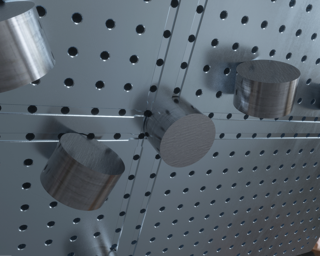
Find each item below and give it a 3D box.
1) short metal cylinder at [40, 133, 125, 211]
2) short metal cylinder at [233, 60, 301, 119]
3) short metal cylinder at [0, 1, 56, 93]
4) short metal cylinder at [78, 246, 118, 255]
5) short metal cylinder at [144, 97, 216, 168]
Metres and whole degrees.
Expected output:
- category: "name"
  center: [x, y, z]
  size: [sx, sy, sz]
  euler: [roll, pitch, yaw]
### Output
- category: "short metal cylinder"
  center: [-0.088, 0.049, 0.358]
  size: [0.080, 0.080, 0.050]
  euler: [22, 106, -37]
- category: "short metal cylinder"
  center: [0.142, -0.055, 0.419]
  size: [0.081, 0.080, 0.050]
  euler: [-16, 125, -20]
- category: "short metal cylinder"
  center: [-0.136, -0.069, 0.259]
  size: [0.081, 0.080, 0.050]
  euler: [-21, 127, -16]
- category: "short metal cylinder"
  center: [-0.098, 0.234, 0.486]
  size: [0.081, 0.050, 0.079]
  euler: [-14, 124, -21]
- category: "short metal cylinder"
  center: [0.026, 0.005, 0.413]
  size: [0.081, 0.050, 0.079]
  euler: [-14, 124, -21]
